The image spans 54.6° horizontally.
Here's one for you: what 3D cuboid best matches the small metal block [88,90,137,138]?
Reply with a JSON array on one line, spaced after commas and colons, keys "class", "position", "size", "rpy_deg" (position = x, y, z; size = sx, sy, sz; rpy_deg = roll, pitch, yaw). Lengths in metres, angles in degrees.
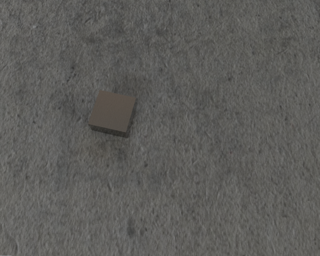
[{"class": "small metal block", "position": [-0.062, -0.018, 0.415], "size": [0.050, 0.025, 0.050], "rpy_deg": [13, 70, 4]}]
